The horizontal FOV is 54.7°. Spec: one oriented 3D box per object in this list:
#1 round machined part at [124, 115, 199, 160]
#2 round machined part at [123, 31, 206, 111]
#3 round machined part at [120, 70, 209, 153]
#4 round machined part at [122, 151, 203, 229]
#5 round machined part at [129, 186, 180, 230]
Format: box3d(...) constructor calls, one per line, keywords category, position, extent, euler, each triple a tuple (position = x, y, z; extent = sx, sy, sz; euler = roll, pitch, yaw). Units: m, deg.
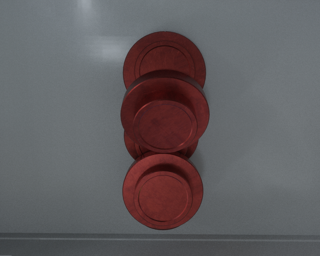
box3d(category="round machined part", position=(0.002, 0.012, 0.405), extent=(0.099, 0.042, 0.097), euler=(0, 109, 0))
box3d(category="round machined part", position=(0.005, -0.065, 0.365), extent=(0.099, 0.042, 0.097), euler=(0, 94, -1))
box3d(category="round machined part", position=(0.005, -0.011, 0.342), extent=(0.099, 0.042, 0.097), euler=(0, 123, 0))
box3d(category="round machined part", position=(0.004, 0.078, 0.375), extent=(0.099, 0.042, 0.097), euler=(0, 99, -1))
box3d(category="round machined part", position=(0.004, 0.102, 0.424), extent=(0.099, 0.042, 0.097), euler=(0, 125, 0))
